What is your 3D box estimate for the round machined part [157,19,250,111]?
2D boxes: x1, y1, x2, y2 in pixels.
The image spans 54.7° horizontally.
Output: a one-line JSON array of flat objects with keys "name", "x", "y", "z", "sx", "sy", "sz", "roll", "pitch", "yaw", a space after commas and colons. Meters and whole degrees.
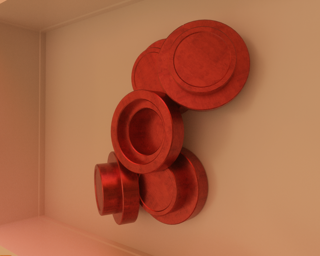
[{"name": "round machined part", "x": 0.045, "y": -0.068, "z": 0.328, "sx": 0.098, "sy": 0.042, "sz": 0.097, "roll": 0, "pitch": 87, "yaw": 9}]

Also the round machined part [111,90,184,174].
[{"name": "round machined part", "x": -0.011, "y": 0.004, "z": 0.372, "sx": 0.098, "sy": 0.042, "sz": 0.097, "roll": 0, "pitch": 90, "yaw": 39}]

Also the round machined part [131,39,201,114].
[{"name": "round machined part", "x": 0.002, "y": -0.064, "z": 0.390, "sx": 0.098, "sy": 0.042, "sz": 0.097, "roll": 0, "pitch": 90, "yaw": 39}]

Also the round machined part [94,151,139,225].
[{"name": "round machined part", "x": -0.062, "y": 0.080, "z": 0.415, "sx": 0.098, "sy": 0.042, "sz": 0.097, "roll": 177, "pitch": 90, "yaw": -69}]

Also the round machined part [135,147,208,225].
[{"name": "round machined part", "x": 0.007, "y": 0.072, "z": 0.386, "sx": 0.098, "sy": 0.042, "sz": 0.097, "roll": 0, "pitch": 90, "yaw": 39}]
